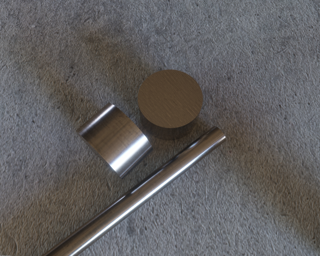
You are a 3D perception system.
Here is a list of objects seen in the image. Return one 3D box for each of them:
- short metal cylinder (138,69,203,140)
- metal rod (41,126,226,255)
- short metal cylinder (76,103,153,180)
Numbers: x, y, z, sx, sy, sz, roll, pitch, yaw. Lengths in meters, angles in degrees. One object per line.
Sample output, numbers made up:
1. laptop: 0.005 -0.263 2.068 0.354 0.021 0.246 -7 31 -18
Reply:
1. short metal cylinder: 0.013 -0.029 0.405 0.081 0.050 0.080 0 70 0
2. metal rod: -0.042 0.093 0.373 0.301 0.025 0.025 -36 74 -12
3. short metal cylinder: -0.054 0.016 0.372 0.080 0.080 0.050 43 76 14
